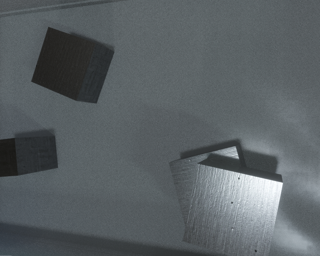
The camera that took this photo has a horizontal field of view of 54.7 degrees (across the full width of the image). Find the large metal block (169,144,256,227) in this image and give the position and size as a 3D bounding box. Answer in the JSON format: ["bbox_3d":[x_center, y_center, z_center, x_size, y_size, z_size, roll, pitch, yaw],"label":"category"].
[{"bbox_3d":[0.065,0.069,0.374,0.080,0.050,0.080,-16,85,19],"label":"large metal block"}]

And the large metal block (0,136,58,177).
[{"bbox_3d":[-0.212,0.042,0.456,0.080,0.080,0.050,-7,88,20],"label":"large metal block"}]

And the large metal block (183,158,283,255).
[{"bbox_3d":[0.075,0.081,0.317,0.080,0.050,0.079,11,94,19],"label":"large metal block"}]

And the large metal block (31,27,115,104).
[{"bbox_3d":[-0.123,-0.087,0.441,0.080,0.050,0.080,23,98,18],"label":"large metal block"}]
